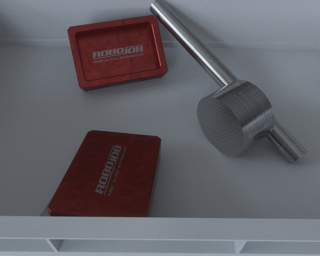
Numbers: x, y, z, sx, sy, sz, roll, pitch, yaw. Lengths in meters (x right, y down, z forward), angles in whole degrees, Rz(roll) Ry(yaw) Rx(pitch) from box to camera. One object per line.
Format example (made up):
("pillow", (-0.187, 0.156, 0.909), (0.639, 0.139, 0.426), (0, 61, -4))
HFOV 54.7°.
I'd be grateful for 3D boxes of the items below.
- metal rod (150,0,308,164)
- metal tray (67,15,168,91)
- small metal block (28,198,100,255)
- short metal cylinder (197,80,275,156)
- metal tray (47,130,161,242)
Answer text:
("metal rod", (0.083, -0.075, 0.425), (0.025, 0.025, 0.300), (-30, 70, -23))
("metal tray", (-0.062, -0.111, 0.461), (0.131, 0.030, 0.089), (-12, 91, -11))
("small metal block", (-0.094, 0.098, 0.313), (0.050, 0.025, 0.050), (9, 34, 7))
("short metal cylinder", (0.091, -0.012, 0.381), (0.050, 0.080, 0.080), (-30, 56, -23))
("metal tray", (-0.051, 0.054, 0.333), (0.091, 0.030, 0.130), (5, 34, 4))
